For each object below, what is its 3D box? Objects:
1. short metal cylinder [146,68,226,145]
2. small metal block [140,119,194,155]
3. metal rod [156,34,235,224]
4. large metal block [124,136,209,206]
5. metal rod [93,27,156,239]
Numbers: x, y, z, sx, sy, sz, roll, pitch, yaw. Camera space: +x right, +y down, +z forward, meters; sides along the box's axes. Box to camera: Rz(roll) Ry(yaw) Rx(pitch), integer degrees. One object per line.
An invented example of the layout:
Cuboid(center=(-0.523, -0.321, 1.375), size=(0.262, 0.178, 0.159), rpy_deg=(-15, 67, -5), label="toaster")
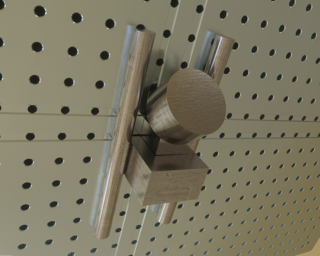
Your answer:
Cuboid(center=(0.031, -0.024, 0.369), size=(0.081, 0.050, 0.080), rpy_deg=(9, 70, -27), label="short metal cylinder")
Cuboid(center=(0.009, 0.011, 0.406), size=(0.050, 0.050, 0.025), rpy_deg=(1, 118, -30), label="small metal block")
Cuboid(center=(0.044, 0.017, 0.446), size=(0.025, 0.025, 0.298), rpy_deg=(2, 118, -29), label="metal rod")
Cuboid(center=(0.003, 0.052, 0.406), size=(0.081, 0.080, 0.050), rpy_deg=(1, 118, -29), label="large metal block")
Cuboid(center=(-0.052, 0.025, 0.398), size=(0.025, 0.025, 0.298), rpy_deg=(1, 118, -29), label="metal rod")
